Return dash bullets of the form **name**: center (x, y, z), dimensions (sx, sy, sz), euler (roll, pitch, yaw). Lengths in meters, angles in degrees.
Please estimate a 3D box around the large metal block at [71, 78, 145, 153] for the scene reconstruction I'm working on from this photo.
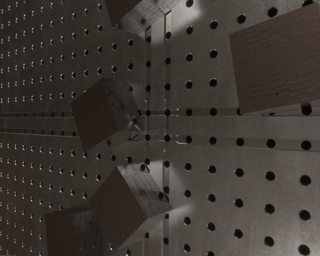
- **large metal block**: center (-0.079, -0.017, 0.456), dimensions (0.080, 0.050, 0.080), euler (-30, 72, 35)

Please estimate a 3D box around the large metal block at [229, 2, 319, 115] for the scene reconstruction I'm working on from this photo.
- **large metal block**: center (0.119, -0.058, 0.294), dimensions (0.080, 0.050, 0.080), euler (-11, 83, 39)

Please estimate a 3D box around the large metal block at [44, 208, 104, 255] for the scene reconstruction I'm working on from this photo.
- **large metal block**: center (-0.141, 0.176, 0.507), dimensions (0.080, 0.050, 0.080), euler (-12, 83, 39)

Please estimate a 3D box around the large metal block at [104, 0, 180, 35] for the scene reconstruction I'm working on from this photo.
- **large metal block**: center (-0.030, -0.186, 0.416), dimensions (0.080, 0.050, 0.080), euler (-27, 74, 36)

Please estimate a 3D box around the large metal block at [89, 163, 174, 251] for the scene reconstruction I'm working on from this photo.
- **large metal block**: center (-0.042, 0.106, 0.426), dimensions (0.080, 0.050, 0.080), euler (-51, 61, 28)
